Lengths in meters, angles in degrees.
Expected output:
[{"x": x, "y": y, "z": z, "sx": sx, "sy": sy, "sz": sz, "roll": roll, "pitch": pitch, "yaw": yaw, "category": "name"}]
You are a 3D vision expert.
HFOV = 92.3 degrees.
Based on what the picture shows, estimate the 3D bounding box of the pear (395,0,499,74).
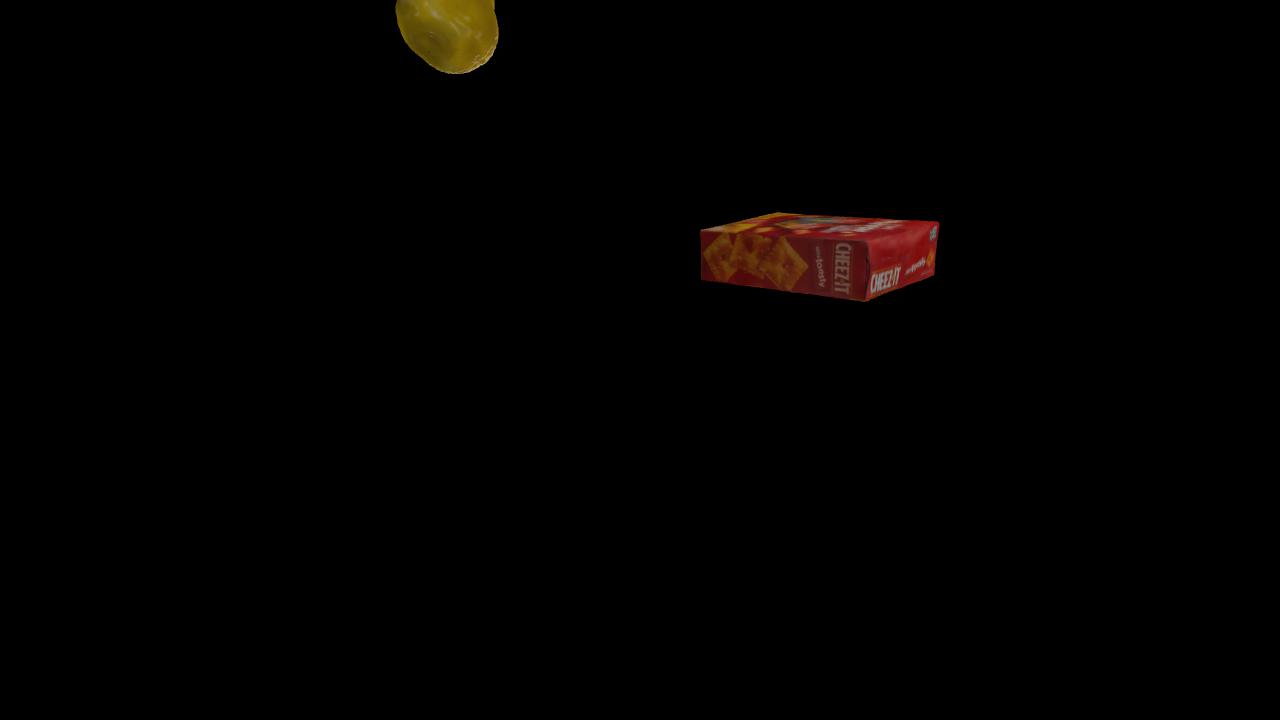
[{"x": -0.145, "y": -0.289, "z": 0.494, "sx": 0.080, "sy": 0.111, "sz": 0.080, "roll": 10, "pitch": -26, "yaw": 5, "category": "pear"}]

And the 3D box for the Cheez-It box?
[{"x": 0.206, "y": -0.128, "z": 0.724, "sx": 0.166, "sy": 0.071, "sz": 0.223, "roll": -21, "pitch": 25, "yaw": -39, "category": "Cheez-It box"}]
